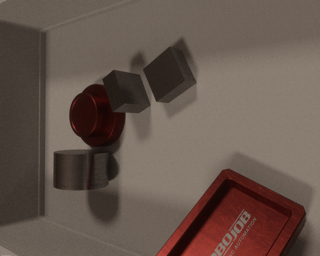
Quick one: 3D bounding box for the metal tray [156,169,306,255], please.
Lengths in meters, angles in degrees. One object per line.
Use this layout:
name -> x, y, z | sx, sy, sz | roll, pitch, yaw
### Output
metal tray -> 0.065, 0.111, 0.295 | 0.090, 0.030, 0.130 | 26, 63, 36

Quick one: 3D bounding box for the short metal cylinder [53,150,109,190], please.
short metal cylinder -> -0.118, 0.060, 0.465 | 0.080, 0.081, 0.050 | 1, 91, 39

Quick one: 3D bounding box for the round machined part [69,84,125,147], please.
round machined part -> -0.103, -0.019, 0.478 | 0.098, 0.042, 0.097 | 0, 90, 39

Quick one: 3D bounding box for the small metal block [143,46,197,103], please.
small metal block -> 0.012, -0.067, 0.395 | 0.050, 0.025, 0.050 | -34, 69, 34

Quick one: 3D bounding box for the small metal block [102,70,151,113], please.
small metal block -> -0.045, -0.049, 0.426 | 0.025, 0.050, 0.050 | -31, 71, 36
